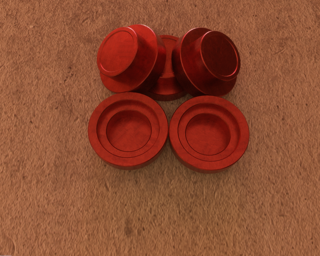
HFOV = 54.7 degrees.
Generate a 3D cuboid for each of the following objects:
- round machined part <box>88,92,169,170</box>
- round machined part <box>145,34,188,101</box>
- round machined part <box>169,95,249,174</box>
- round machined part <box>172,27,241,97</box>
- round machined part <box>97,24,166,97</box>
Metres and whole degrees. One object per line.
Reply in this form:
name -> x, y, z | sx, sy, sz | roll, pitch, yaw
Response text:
round machined part -> -0.039, 0.006, 0.397 | 0.099, 0.042, 0.098 | 0, 70, -1
round machined part -> 0.007, -0.090, 0.433 | 0.099, 0.042, 0.098 | 0, 70, -1
round machined part -> 0.060, 0.011, 0.397 | 0.099, 0.042, 0.098 | 0, 70, -1
round machined part -> 0.068, -0.088, 0.410 | 0.099, 0.042, 0.098 | 8, 74, -30
round machined part -> -0.044, -0.093, 0.408 | 0.098, 0.042, 0.098 | -10, 71, 31
